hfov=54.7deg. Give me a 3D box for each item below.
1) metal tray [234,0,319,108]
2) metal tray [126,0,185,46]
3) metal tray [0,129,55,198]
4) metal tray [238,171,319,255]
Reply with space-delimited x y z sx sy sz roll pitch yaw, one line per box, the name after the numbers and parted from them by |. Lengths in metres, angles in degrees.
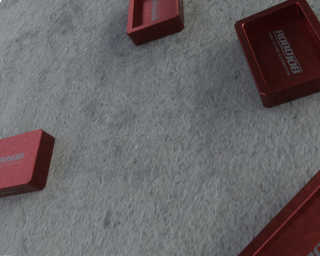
0.152 -0.095 0.378 0.090 0.030 0.130 -19 54 16 | metal tray
-0.008 -0.209 0.530 0.090 0.030 0.130 -13 56 20 | metal tray
-0.232 0.058 0.484 0.130 0.030 0.090 -13 56 20 | metal tray
0.137 0.109 0.262 0.130 0.030 0.090 -45 51 -3 | metal tray
